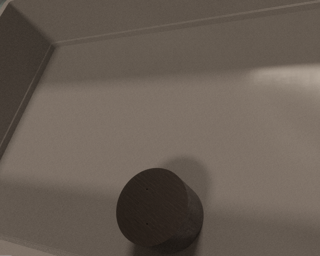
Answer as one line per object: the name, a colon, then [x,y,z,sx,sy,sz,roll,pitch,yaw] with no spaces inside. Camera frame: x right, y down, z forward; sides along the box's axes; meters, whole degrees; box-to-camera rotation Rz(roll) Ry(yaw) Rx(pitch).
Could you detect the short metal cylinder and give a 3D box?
short metal cylinder: [0.001,0.089,0.333,0.080,0.050,0.080,-13,56,20]
